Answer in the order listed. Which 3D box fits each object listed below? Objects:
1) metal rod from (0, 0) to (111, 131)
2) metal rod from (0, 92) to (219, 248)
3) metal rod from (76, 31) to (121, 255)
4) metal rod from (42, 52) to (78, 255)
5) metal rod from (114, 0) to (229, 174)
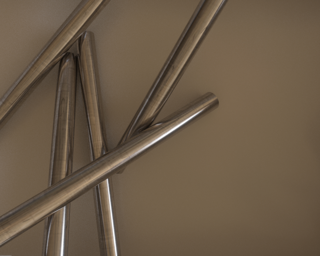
[{"bbox_3d":[-0.162,-0.065,0.392,0.025,0.025,0.300,43,96,-1],"label":"metal rod"},{"bbox_3d":[-0.045,0.033,0.346,0.302,0.025,0.025,-31,90,-27],"label":"metal rod"},{"bbox_3d":[-0.079,0.023,0.395,0.025,0.025,0.298,-8,84,0],"label":"metal rod"},{"bbox_3d":[-0.112,0.043,0.351,0.025,0.025,0.299,-4,66,0],"label":"metal rod"},{"bbox_3d":[0.013,-0.063,0.353,0.025,0.025,0.298,32,114,-1],"label":"metal rod"}]
